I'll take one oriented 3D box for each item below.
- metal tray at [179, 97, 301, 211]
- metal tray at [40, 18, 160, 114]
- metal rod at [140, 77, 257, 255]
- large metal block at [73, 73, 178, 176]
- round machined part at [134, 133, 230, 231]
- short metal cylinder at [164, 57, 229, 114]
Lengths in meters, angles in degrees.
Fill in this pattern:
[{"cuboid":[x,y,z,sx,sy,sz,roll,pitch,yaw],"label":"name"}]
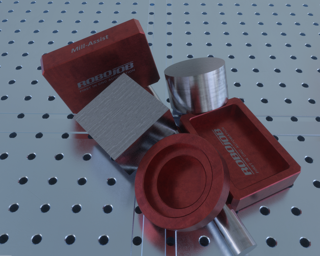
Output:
[{"cuboid":[0.091,0.025,0.379,0.091,0.030,0.130,-20,53,-16],"label":"metal tray"},{"cuboid":[-0.074,-0.077,0.406,0.131,0.090,0.030,-22,54,0],"label":"metal tray"},{"cuboid":[0.020,0.016,0.388,0.025,0.025,0.300,-20,53,-16],"label":"metal rod"},{"cuboid":[-0.039,-0.005,0.367,0.080,0.050,0.080,-44,61,-10],"label":"large metal block"},{"cuboid":[0.026,0.058,0.325,0.098,0.042,0.098,-13,62,26],"label":"round machined part"},{"cuboid":[0.050,-0.059,0.417,0.080,0.050,0.080,-10,26,5],"label":"short metal cylinder"}]
